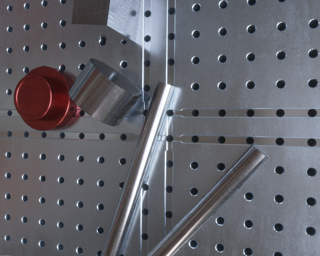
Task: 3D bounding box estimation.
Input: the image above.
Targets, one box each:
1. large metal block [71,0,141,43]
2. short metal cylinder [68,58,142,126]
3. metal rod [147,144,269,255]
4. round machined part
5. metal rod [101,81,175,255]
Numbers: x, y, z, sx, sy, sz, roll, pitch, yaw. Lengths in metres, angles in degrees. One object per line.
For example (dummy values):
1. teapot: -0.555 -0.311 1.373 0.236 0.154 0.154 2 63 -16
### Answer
1. large metal block: -0.066 -0.164 0.407 0.050 0.080 0.079 9 93 20
2. short metal cylinder: -0.072 -0.047 0.409 0.080 0.080 0.050 42 103 15
3. metal rod: 0.026 0.139 0.403 0.025 0.025 0.299 43 103 15
4. round machined part: -0.178 -0.045 0.466 0.098 0.042 0.097 0 90 20
5. metal rod: -0.038 0.082 0.425 0.025 0.025 0.298 20 97 19
